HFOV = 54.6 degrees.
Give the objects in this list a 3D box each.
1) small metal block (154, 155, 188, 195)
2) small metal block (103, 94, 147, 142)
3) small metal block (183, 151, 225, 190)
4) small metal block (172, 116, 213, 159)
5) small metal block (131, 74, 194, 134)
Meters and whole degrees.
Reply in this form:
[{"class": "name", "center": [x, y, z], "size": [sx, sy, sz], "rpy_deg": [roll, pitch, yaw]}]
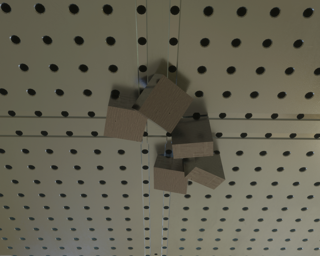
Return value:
[{"class": "small metal block", "center": [0.018, 0.070, 0.465], "size": [0.050, 0.025, 0.050], "rpy_deg": [8, 131, 9]}, {"class": "small metal block", "center": [-0.043, -0.012, 0.401], "size": [0.050, 0.025, 0.050], "rpy_deg": [10, 130, -9]}, {"class": "small metal block", "center": [0.061, 0.053, 0.440], "size": [0.050, 0.050, 0.025], "rpy_deg": [25, 125, -20]}, {"class": "small metal block", "center": [0.041, 0.012, 0.405], "size": [0.050, 0.050, 0.025], "rpy_deg": [-5, 130, 4]}, {"class": "small metal block", "center": [0.003, -0.029, 0.370], "size": [0.050, 0.025, 0.050], "rpy_deg": [35, 86, -26]}]
